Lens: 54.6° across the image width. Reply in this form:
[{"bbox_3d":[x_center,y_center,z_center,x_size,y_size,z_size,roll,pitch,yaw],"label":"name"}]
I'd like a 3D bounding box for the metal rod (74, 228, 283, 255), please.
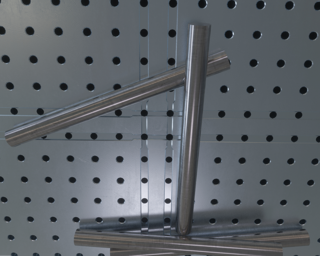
[{"bbox_3d":[0.023,0.172,0.459,0.301,0.025,0.025,2,110,6],"label":"metal rod"}]

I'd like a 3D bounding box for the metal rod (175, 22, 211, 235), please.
[{"bbox_3d":[0.039,0.020,0.403,0.025,0.025,0.298,1,117,-1],"label":"metal rod"}]

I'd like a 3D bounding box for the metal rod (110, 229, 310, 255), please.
[{"bbox_3d":[0.075,0.181,0.480,0.302,0.025,0.025,-5,110,1],"label":"metal rod"}]

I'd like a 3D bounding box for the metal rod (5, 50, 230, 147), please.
[{"bbox_3d":[-0.059,-0.035,0.399,0.301,0.025,0.025,-19,109,7],"label":"metal rod"}]
